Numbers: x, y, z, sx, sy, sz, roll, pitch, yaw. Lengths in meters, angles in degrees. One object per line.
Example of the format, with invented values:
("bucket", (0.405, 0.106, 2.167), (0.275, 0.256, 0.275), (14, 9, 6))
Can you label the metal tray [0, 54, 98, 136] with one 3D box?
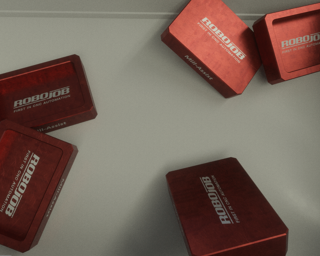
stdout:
("metal tray", (-0.161, -0.040, 0.420), (0.131, 0.030, 0.090), (-17, 71, -6))

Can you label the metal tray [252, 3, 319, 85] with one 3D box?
("metal tray", (0.201, -0.119, 0.426), (0.131, 0.030, 0.090), (-17, 92, -14))

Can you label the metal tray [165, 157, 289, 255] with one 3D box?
("metal tray", (0.063, 0.086, 0.333), (0.091, 0.030, 0.130), (-13, 28, -5))

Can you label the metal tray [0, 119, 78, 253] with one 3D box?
("metal tray", (-0.165, 0.065, 0.364), (0.090, 0.030, 0.130), (22, 81, -1))

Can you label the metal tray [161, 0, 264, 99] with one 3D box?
("metal tray", (0.078, -0.115, 0.423), (0.130, 0.030, 0.090), (40, 73, -11))
